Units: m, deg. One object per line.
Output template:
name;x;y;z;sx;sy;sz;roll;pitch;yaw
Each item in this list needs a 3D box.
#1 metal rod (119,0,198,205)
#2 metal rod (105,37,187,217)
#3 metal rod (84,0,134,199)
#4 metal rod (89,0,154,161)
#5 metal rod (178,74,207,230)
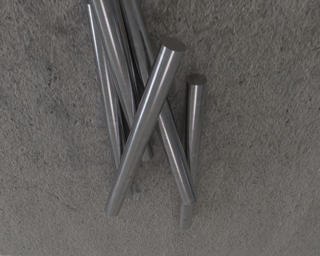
metal rod;0.004;-0.013;0.377;0.025;0.025;0.299;-12;124;10
metal rod;-0.031;0.025;0.385;0.025;0.025;0.298;13;133;-11
metal rod;-0.057;-0.010;0.397;0.025;0.025;0.298;-1;130;1
metal rod;-0.040;-0.063;0.329;0.025;0.025;0.299;-6;137;5
metal rod;0.043;0.057;0.456;0.025;0.025;0.298;0;130;0
